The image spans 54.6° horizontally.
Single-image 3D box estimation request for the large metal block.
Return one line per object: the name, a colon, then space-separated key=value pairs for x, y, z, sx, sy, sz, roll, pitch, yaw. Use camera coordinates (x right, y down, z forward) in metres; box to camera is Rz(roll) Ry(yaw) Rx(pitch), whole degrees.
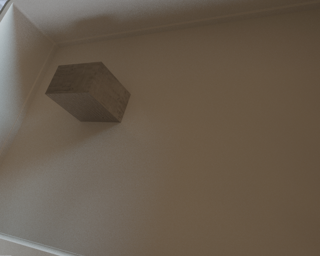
large metal block: x=-0.103 y=-0.050 z=0.457 sx=0.080 sy=0.080 sz=0.050 roll=2 pitch=63 yaw=29
